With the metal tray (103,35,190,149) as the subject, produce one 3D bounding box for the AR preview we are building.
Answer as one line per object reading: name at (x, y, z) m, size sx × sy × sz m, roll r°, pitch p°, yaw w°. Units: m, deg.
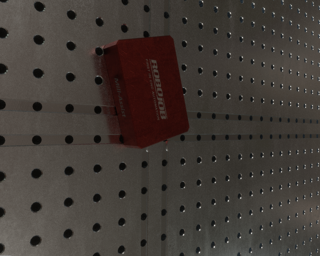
metal tray at (-0.014, -0.048, 0.396) m, size 0.091 × 0.030 × 0.129 m, roll -19°, pitch 102°, yaw -39°
